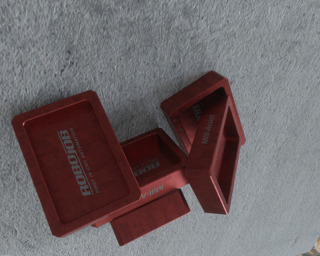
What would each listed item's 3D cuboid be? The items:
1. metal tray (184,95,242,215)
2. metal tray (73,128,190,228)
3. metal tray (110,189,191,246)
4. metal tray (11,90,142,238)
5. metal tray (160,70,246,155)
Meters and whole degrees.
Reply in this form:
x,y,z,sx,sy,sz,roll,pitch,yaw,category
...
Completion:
x,y,z,sx,sy,sz,roll,pitch,yaw,category
0.074,0.032,0.398,0.090,0.030,0.130,63,36,-39,metal tray
-0.036,0.054,0.381,0.131,0.090,0.030,-23,127,-15,metal tray
-0.021,0.115,0.413,0.091,0.130,0.030,-22,82,-15,metal tray
-0.086,0.034,0.322,0.091,0.130,0.030,-22,166,-16,metal tray
0.066,-0.005,0.440,0.090,0.030,0.130,-34,129,-7,metal tray
